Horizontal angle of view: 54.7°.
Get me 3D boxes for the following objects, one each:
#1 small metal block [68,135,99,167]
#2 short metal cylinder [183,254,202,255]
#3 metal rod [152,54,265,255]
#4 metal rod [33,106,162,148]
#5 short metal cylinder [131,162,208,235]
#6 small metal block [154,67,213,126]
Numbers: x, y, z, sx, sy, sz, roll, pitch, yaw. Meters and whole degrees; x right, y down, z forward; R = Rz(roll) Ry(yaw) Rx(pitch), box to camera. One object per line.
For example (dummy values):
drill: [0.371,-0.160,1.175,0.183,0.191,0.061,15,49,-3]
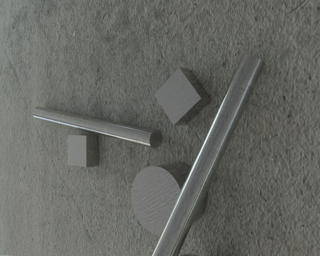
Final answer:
small metal block: [-0.126,0.036,0.509,0.050,0.025,0.050,0,90,40]
short metal cylinder: [0.048,0.181,0.330,0.050,0.081,0.080,-5,87,40]
metal rod: [0.036,0.064,0.323,0.025,0.025,0.299,24,89,37]
metal rod: [-0.120,-0.007,0.503,0.300,0.025,0.025,11,97,39]
short metal cylinder: [0.011,0.084,0.380,0.080,0.050,0.079,0,90,40]
small metal block: [0.028,-0.038,0.382,0.050,0.025,0.050,-45,63,30]
